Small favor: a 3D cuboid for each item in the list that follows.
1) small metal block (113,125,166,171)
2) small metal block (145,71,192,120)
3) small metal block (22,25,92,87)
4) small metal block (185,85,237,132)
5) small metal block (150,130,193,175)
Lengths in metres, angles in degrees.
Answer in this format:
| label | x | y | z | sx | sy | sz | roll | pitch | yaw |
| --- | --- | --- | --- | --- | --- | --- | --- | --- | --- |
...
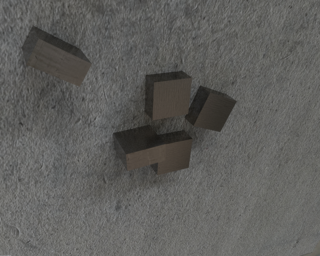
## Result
| label | x | y | z | sx | sy | sz | roll | pitch | yaw |
| --- | --- | --- | --- | --- | --- | --- | --- | --- | --- |
| small metal block | -0.027 | 0.024 | 0.391 | 0.050 | 0.050 | 0.025 | -14 | 124 | -21 |
| small metal block | 0.010 | -0.041 | 0.387 | 0.050 | 0.025 | 0.050 | -11 | 123 | -23 |
| small metal block | -0.099 | -0.068 | 0.294 | 0.050 | 0.050 | 0.025 | 22 | 107 | -36 |
| small metal block | 0.070 | -0.026 | 0.429 | 0.050 | 0.025 | 0.050 | 12 | 112 | -33 |
| small metal block | 0.015 | 0.034 | 0.436 | 0.050 | 0.025 | 0.050 | -10 | 123 | -23 |
